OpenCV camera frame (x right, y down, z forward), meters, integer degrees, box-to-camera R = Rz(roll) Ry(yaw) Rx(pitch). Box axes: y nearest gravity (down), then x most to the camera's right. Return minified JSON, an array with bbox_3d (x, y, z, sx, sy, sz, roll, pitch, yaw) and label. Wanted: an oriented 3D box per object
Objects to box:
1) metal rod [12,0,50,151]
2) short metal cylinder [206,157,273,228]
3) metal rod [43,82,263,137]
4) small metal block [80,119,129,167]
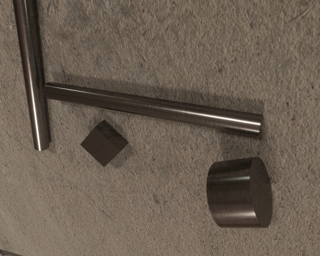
[{"bbox_3d":[-0.185,-0.091,0.445,0.025,0.025,0.298,19,126,16],"label":"metal rod"},{"bbox_3d":[0.096,0.077,0.368,0.050,0.080,0.080,-12,113,33],"label":"short metal cylinder"},{"bbox_3d":[-0.025,-0.029,0.400,0.301,0.025,0.025,11,123,22],"label":"metal rod"},{"bbox_3d":[-0.083,0.023,0.463,0.050,0.025,0.050,44,129,-3],"label":"small metal block"}]
